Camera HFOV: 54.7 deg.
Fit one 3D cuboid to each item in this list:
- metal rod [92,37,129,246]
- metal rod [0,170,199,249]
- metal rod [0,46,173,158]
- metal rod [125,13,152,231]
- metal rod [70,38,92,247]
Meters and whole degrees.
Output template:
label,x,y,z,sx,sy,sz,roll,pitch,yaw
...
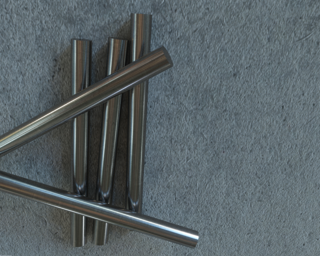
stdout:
label,x,y,z,sx,sy,sz,roll,pitch,yaw
metal rod,-0.070,0.032,0.420,0.025,0.025,0.298,7,110,-3
metal rod,-0.091,0.110,0.421,0.302,0.025,0.025,19,109,-8
metal rod,-0.121,-0.017,0.377,0.300,0.025,0.025,-25,109,18
metal rod,-0.031,0.007,0.411,0.025,0.025,0.298,3,110,-2
metal rod,-0.109,0.034,0.420,0.025,0.025,0.298,5,110,-3
